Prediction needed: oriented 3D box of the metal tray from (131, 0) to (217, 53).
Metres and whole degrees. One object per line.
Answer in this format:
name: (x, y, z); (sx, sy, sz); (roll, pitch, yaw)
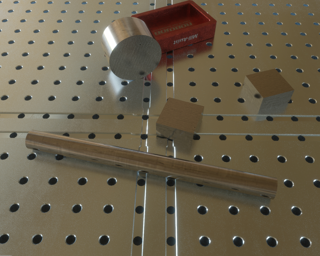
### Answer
metal tray: (0.023, -0.183, 0.557); (0.131, 0.030, 0.090); (-22, 53, -18)

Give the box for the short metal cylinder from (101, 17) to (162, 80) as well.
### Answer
short metal cylinder: (-0.044, -0.120, 0.472); (0.081, 0.080, 0.050); (-16, 52, -13)

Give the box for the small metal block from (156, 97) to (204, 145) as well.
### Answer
small metal block: (0.027, -0.010, 0.416); (0.050, 0.025, 0.050); (16, 52, 13)

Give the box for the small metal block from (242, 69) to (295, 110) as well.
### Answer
small metal block: (0.158, -0.058, 0.457); (0.050, 0.025, 0.050); (-15, 52, -12)

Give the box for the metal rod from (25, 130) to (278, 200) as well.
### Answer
metal rod: (-0.017, 0.041, 0.372); (0.301, 0.025, 0.025); (10, 51, 8)
